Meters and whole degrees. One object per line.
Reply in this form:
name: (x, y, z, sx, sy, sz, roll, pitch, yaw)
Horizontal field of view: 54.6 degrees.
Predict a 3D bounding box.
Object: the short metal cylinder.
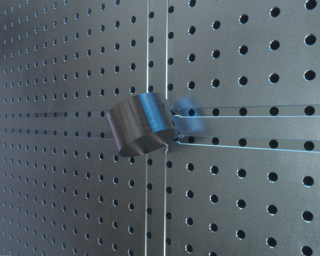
short metal cylinder: (-0.021, -0.002, 0.391, 0.080, 0.081, 0.050, -35, 68, 35)
